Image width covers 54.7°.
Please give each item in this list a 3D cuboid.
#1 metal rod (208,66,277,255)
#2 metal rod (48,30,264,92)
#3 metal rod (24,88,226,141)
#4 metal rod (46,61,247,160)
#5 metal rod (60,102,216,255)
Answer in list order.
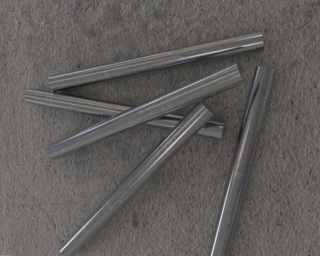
[{"bbox_3d":[0.091,0.075,0.376,0.025,0.025,0.298,15,95,19],"label":"metal rod"},{"bbox_3d":[-0.019,-0.085,0.415,0.301,0.025,0.025,-7,88,19],"label":"metal rod"},{"bbox_3d":[-0.061,-0.023,0.430,0.301,0.025,0.025,11,94,19],"label":"metal rod"},{"bbox_3d":[-0.038,-0.011,0.394,0.300,0.025,0.025,-21,83,29],"label":"metal rod"},{"bbox_3d":[-0.041,0.079,0.407,0.025,0.025,0.299,48,110,13],"label":"metal rod"}]
